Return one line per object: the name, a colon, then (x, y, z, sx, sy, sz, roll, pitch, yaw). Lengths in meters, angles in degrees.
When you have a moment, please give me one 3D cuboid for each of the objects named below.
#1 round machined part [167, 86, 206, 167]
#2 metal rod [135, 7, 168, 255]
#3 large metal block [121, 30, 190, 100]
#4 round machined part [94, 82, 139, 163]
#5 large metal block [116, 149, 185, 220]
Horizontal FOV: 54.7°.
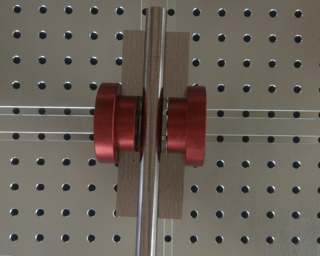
round machined part: (0.032, -0.002, 0.377, 0.042, 0.098, 0.097, 2, 90, 5)
metal rod: (-0.010, 0.011, 0.363, 0.025, 0.025, 0.298, 3, 90, 0)
large metal block: (-0.006, -0.078, 0.400, 0.081, 0.050, 0.079, 2, 90, 0)
round machined part: (-0.049, -0.006, 0.376, 0.042, 0.098, 0.097, 2, 90, 0)
large metal block: (-0.011, 0.069, 0.400, 0.081, 0.050, 0.080, 3, 90, 0)
